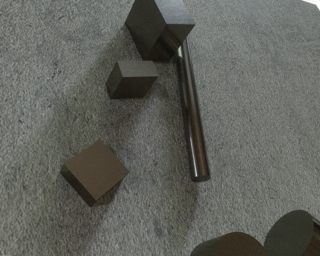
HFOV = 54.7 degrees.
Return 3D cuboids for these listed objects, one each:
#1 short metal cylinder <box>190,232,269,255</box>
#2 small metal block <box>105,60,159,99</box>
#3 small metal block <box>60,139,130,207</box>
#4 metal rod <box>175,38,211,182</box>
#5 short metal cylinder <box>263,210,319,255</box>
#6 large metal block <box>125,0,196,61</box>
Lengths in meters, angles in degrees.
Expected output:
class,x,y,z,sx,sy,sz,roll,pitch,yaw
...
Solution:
class,x,y,z,sx,sy,sz,roll,pitch,yaw
short metal cylinder,0.076,0.158,0.334,0.081,0.050,0.080,14,56,-21
small metal block,-0.038,-0.063,0.407,0.050,0.050,0.025,-7,66,-32
small metal block,-0.071,0.048,0.337,0.050,0.025,0.050,48,51,5
metal rod,0.041,-0.065,0.467,0.025,0.025,0.299,9,58,-24
short metal cylinder,0.172,0.147,0.374,0.050,0.080,0.080,38,51,-4
large metal block,-0.003,-0.157,0.464,0.050,0.080,0.080,-12,68,-33
